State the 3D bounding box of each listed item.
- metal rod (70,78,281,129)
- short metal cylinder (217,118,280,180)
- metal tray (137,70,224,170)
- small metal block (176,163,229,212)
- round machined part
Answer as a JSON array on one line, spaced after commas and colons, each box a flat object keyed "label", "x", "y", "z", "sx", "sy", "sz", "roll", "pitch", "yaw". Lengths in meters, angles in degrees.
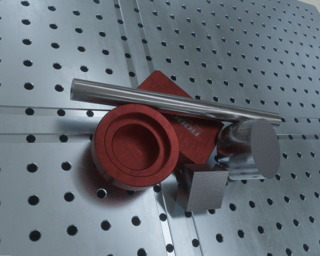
[{"label": "metal rod", "x": 0.039, "y": -0.027, "z": 0.407, "sx": 0.302, "sy": 0.025, "sz": 0.025, "roll": 7, "pitch": 59, "yaw": -25}, {"label": "short metal cylinder", "x": 0.122, "y": 0.030, "z": 0.422, "sx": 0.081, "sy": 0.050, "sz": 0.080, "roll": 12, "pitch": 73, "yaw": -43}, {"label": "metal tray", "x": 0.018, "y": -0.010, "z": 0.424, "sx": 0.130, "sy": 0.030, "sz": 0.090, "roll": 40, "pitch": 51, "yaw": -2}, {"label": "small metal block", "x": 0.051, "y": 0.071, "z": 0.377, "sx": 0.050, "sy": 0.025, "sz": 0.050, "roll": 3, "pitch": 104, "yaw": -28}, {"label": "round machined part", "x": -0.031, "y": 0.025, "z": 0.361, "sx": 0.099, "sy": 0.042, "sz": 0.098, "roll": 9, "pitch": 65, "yaw": -19}]
